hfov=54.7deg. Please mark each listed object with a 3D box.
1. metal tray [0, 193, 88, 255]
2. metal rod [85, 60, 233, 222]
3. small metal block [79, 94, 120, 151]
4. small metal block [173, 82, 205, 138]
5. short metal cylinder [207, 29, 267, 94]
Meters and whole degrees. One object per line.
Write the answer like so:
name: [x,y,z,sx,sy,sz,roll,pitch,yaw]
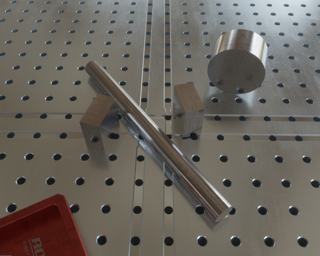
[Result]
metal tray: [-0.112,0.136,0.288,0.091,0.030,0.130,-22,54,-18]
metal rod: [-0.019,-0.002,0.408,0.025,0.025,0.300,-29,56,-22]
small metal block: [-0.075,-0.007,0.396,0.025,0.050,0.050,14,51,11]
small metal block: [0.037,-0.024,0.412,0.025,0.050,0.050,-11,51,-9]
short metal cylinder: [0.114,-0.096,0.454,0.080,0.080,0.050,13,51,10]
